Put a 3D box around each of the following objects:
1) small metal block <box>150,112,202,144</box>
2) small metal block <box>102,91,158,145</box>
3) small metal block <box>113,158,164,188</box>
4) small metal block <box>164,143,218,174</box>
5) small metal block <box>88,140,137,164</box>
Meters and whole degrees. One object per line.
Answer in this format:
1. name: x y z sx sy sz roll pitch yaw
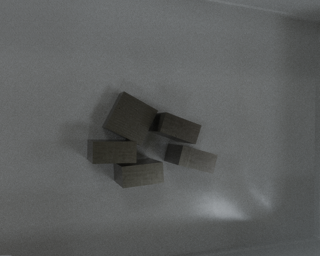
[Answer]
1. small metal block: 0.018 0.000 0.404 0.050 0.050 0.025 20 84 -19
2. small metal block: -0.038 -0.012 0.396 0.050 0.025 0.050 29 80 -18
3. small metal block: -0.028 0.055 0.387 0.050 0.050 0.025 -4 92 -20
4. small metal block: 0.040 0.040 0.412 0.050 0.050 0.025 16 85 -19
5. small metal block: -0.059 0.028 0.375 0.050 0.050 0.025 1 90 -20
